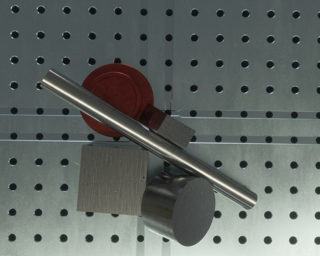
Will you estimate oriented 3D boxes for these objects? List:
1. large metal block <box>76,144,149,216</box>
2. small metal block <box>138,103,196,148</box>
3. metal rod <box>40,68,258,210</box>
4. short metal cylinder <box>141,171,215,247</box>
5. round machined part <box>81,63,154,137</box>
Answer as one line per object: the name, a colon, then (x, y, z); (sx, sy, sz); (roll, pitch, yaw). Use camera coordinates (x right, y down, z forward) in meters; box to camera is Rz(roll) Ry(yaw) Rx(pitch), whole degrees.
large metal block: (-0.057, 0.063, 0.398); (0.081, 0.050, 0.079); (5, 90, -1)
small metal block: (0.009, -0.003, 0.391); (0.050, 0.050, 0.025); (28, 94, -35)
metal rod: (-0.003, 0.021, 0.381); (0.301, 0.025, 0.025); (32, 90, -13)
short metal cylinder: (0.024, 0.097, 0.380); (0.081, 0.050, 0.079); (-5, 97, -45)
round machined part: (-0.057, -0.036, 0.404); (0.099, 0.042, 0.097); (0, 90, -1)
